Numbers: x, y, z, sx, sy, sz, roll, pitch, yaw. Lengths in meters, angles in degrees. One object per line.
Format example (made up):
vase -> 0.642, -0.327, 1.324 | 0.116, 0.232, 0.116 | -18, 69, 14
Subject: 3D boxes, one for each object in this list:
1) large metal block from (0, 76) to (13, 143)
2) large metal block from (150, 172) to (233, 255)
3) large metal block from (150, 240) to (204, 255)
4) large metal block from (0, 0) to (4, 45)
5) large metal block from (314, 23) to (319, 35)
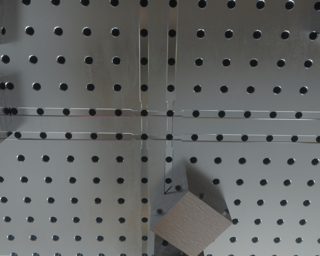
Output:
large metal block -> -0.243, -0.022, 0.390 | 0.080, 0.050, 0.079 | 1, 110, -1
large metal block -> 0.043, 0.126, 0.447 | 0.080, 0.050, 0.080 | 38, 106, -13
large metal block -> 0.021, 0.231, 0.485 | 0.080, 0.050, 0.079 | 13, 110, -5
large metal block -> -0.228, -0.140, 0.347 | 0.080, 0.050, 0.079 | 10, 110, -4
large metal block -> 0.245, -0.127, 0.355 | 0.080, 0.050, 0.080 | 25, 108, -9
